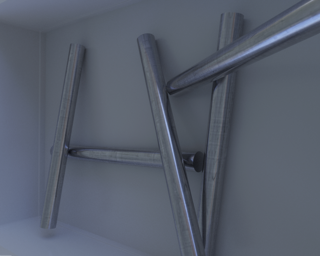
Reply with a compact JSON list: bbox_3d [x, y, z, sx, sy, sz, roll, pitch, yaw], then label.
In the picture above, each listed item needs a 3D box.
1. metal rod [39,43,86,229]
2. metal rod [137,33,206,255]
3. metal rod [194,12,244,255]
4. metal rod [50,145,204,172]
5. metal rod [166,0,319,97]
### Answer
[{"bbox_3d":[-0.158,0.010,0.505,0.025,0.025,0.298,4,84,39],"label":"metal rod"},{"bbox_3d":[0.010,0.016,0.368,0.025,0.025,0.299,-28,64,36],"label":"metal rod"},{"bbox_3d":[0.064,0.024,0.352,0.025,0.025,0.298,10,96,39],"label":"metal rod"},{"bbox_3d":[-0.070,0.041,0.461,0.300,0.025,0.025,0,90,39],"label":"metal rod"},{"bbox_3d":[0.079,-0.068,0.256,0.299,0.025,0.025,164,101,-66],"label":"metal rod"}]
